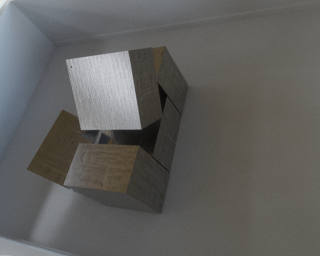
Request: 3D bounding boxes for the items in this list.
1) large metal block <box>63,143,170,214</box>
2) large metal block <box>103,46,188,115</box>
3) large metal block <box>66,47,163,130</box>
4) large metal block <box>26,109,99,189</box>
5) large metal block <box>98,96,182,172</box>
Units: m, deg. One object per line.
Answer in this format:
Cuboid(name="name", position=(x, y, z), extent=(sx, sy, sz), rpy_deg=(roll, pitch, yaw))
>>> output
Cuboid(name="large metal block", position=(-0.046, 0.058, 0.354), extent=(0.080, 0.080, 0.050), rpy_deg=(0, 62, 28))
Cuboid(name="large metal block", position=(-0.018, -0.057, 0.411), extent=(0.080, 0.080, 0.050), rpy_deg=(-1, 61, 27))
Cuboid(name="large metal block", position=(-0.049, -0.043, 0.347), extent=(0.080, 0.079, 0.050), rpy_deg=(-1, 17, 27))
Cuboid(name="large metal block", position=(-0.121, 0.032, 0.400), extent=(0.050, 0.080, 0.080), rpy_deg=(28, 72, -8))
Cuboid(name="large metal block", position=(-0.025, 0.008, 0.397), extent=(0.080, 0.050, 0.080), rpy_deg=(-1, 61, 27))
